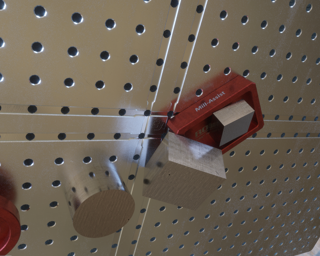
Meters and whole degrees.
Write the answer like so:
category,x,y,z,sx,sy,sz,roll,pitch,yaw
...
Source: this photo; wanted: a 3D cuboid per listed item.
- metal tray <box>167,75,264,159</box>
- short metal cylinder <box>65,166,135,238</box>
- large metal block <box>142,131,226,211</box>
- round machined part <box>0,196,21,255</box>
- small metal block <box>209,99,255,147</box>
category,x,y,z,sx,sy,sz,roll,pitch,yaw
metal tray,0.084,-0.005,0.450,0.131,0.030,0.090,-33,129,-7
short metal cylinder,-0.080,0.098,0.412,0.081,0.050,0.079,-14,124,-21
large metal block,0.030,0.060,0.418,0.080,0.050,0.079,20,130,-16
round machined part,-0.214,0.110,0.352,0.099,0.042,0.097,-14,124,-21
small metal block,0.099,-0.007,0.433,0.050,0.025,0.050,-26,147,-16
